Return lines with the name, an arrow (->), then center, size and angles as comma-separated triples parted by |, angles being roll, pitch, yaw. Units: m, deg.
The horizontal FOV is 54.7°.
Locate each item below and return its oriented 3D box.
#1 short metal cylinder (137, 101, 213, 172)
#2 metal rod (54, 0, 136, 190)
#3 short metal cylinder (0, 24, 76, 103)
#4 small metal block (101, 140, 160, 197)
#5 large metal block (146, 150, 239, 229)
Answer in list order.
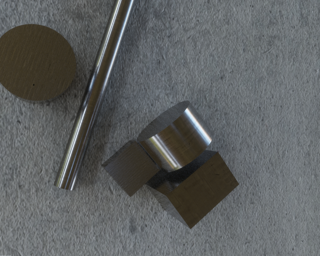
short metal cylinder -> 0.019, 0.010, 0.388 | 0.080, 0.080, 0.050 | -41, 104, -15
metal rod -> -0.071, -0.072, 0.383 | 0.025, 0.025, 0.299 | 19, 84, -20
short metal cylinder -> -0.137, -0.068, 0.345 | 0.081, 0.050, 0.079 | 0, 90, -21
small metal block -> -0.038, 0.051, 0.396 | 0.050, 0.025, 0.050 | -42, 104, -15
large metal block -> 0.038, 0.071, 0.395 | 0.080, 0.080, 0.050 | -38, 103, -16
